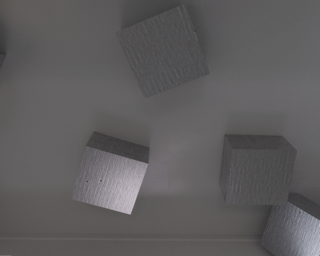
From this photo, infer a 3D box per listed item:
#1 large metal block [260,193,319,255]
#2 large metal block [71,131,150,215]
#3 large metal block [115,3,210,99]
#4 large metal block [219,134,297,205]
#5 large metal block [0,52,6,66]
[{"bbox_3d":[0.196,0.146,0.425,0.050,0.080,0.079,5,105,-33],"label":"large metal block"},{"bbox_3d":[-0.065,0.060,0.419,0.080,0.050,0.079,17,109,-6],"label":"large metal block"},{"bbox_3d":[0.004,-0.091,0.364,0.080,0.050,0.080,-21,109,7],"label":"large metal block"},{"bbox_3d":[0.128,0.056,0.419,0.081,0.050,0.079,2,110,-1],"label":"large metal block"},{"bbox_3d":[-0.235,-0.083,0.344,0.080,0.080,0.050,30,94,-11],"label":"large metal block"}]
